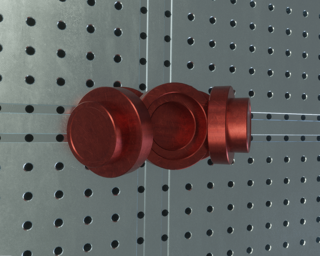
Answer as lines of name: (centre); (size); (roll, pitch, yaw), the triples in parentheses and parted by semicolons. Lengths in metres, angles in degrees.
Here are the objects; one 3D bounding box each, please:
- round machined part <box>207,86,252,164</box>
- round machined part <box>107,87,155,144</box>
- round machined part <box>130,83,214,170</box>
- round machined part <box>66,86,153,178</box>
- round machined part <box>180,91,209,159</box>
round machined part: (0.089, -0.004, 0.384); (0.042, 0.098, 0.097); (0, 90, 20)
round machined part: (-0.045, -0.003, 0.387); (0.099, 0.042, 0.097); (0, 90, -21)
round machined part: (0.011, -0.002, 0.363); (0.099, 0.042, 0.097); (0, 90, -21)
round machined part: (-0.060, 0.005, 0.328); (0.042, 0.098, 0.097); (-9, 94, -58)
round machined part: (0.047, -0.003, 0.422); (0.099, 0.042, 0.097); (0, 90, -21)
